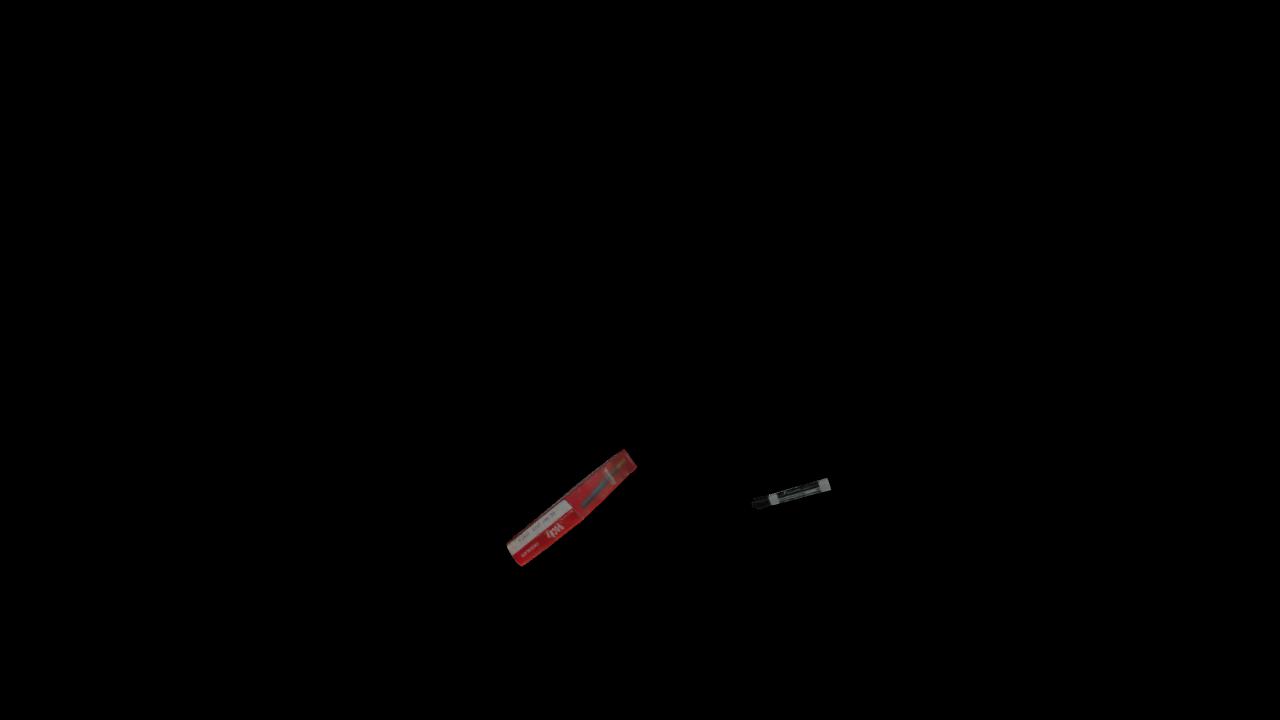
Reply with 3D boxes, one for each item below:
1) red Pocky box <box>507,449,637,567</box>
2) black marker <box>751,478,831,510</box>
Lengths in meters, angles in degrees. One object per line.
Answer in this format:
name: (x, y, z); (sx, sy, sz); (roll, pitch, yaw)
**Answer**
red Pocky box: (-0.061, 0.139, 0.605); (0.083, 0.028, 0.155); (-41, -5, 19)
black marker: (0.228, 0.205, 0.935); (0.121, 0.020, 0.020); (-19, -4, 11)
